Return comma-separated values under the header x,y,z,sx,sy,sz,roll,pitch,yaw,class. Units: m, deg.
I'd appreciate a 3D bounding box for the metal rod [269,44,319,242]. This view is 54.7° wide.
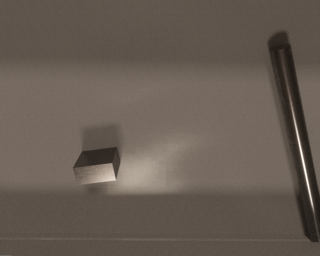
x,y,z,sx,sy,sz,roll,pitch,yaw,class
0.195,0.034,0.426,0.025,0.025,0.298,-18,109,6,metal rod

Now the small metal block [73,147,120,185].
x,y,z,sx,sy,sz,roll,pitch,yaw,class
-0.083,0.050,0.415,0.050,0.050,0.025,-7,110,2,small metal block
